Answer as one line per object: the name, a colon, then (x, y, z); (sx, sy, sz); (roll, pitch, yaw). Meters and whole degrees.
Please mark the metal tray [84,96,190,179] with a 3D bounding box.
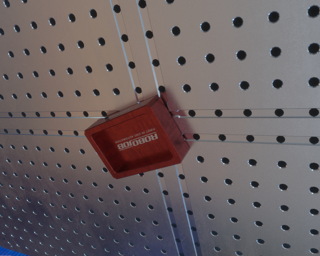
metal tray: (-0.035, 0.018, 0.438); (0.130, 0.030, 0.090); (-19, 108, 35)
